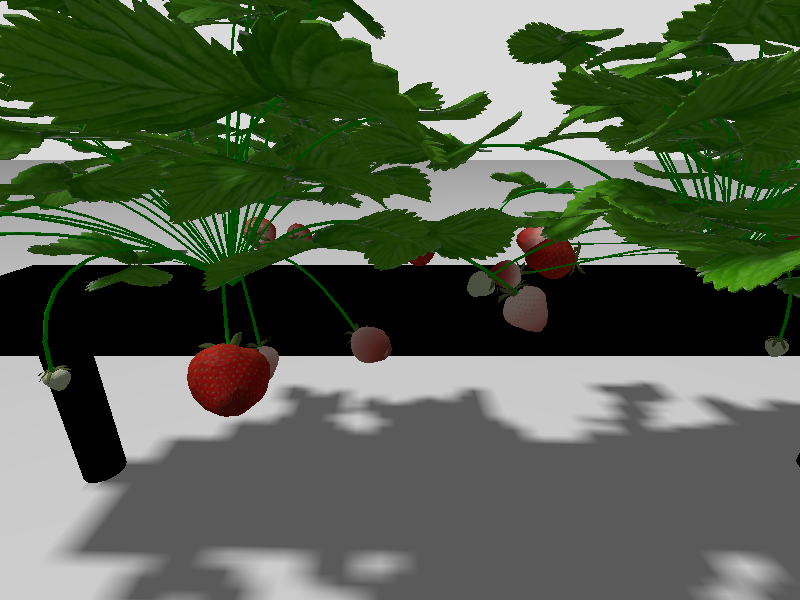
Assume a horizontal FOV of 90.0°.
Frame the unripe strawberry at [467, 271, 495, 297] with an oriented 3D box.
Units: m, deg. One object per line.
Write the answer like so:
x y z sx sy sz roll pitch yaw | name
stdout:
0.067 -0.012 0.337 0.022 0.022 0.024 -34 22 5 | unripe strawberry

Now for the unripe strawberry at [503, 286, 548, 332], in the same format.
0.089 0.008 0.279 0.032 0.033 0.030 -39 2 29 | unripe strawberry

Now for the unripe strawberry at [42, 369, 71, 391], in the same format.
-0.170 0.040 0.199 0.011 0.011 0.010 2 21 5 | unripe strawberry

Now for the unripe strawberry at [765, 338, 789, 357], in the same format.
0.225 0.029 0.240 0.011 0.011 0.011 10 23 25 | unripe strawberry

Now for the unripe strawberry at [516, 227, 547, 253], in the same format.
0.156 -0.068 0.455 0.045 0.038 0.045 14 25 33 | unripe strawberry

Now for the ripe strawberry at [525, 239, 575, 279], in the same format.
0.144 -0.041 0.386 0.045 0.038 0.044 3 21 9 | ripe strawberry

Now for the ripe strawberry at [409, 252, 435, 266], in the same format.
0.021 -0.050 0.425 0.032 0.028 0.032 -7 22 -19 | ripe strawberry

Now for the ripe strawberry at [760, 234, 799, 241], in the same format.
0.436 -0.065 0.459 0.036 0.031 0.036 -14 25 -33 | ripe strawberry

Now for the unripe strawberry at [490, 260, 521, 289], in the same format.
0.093 -0.023 0.357 0.026 0.026 0.029 -1 21 -2 | unripe strawberry

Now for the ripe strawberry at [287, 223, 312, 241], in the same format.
-0.124 -0.080 0.501 0.031 0.033 0.034 4 21 11 | ripe strawberry

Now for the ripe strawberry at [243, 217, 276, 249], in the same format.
-0.175 -0.085 0.504 0.039 0.041 0.042 -3 21 -7 | ripe strawberry

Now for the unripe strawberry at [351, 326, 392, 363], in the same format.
-0.016 0.026 0.235 0.024 0.021 0.024 -20 33 -41 | unripe strawberry

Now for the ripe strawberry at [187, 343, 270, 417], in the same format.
-0.080 0.038 0.190 0.037 0.032 0.037 -8 36 -20 | ripe strawberry
